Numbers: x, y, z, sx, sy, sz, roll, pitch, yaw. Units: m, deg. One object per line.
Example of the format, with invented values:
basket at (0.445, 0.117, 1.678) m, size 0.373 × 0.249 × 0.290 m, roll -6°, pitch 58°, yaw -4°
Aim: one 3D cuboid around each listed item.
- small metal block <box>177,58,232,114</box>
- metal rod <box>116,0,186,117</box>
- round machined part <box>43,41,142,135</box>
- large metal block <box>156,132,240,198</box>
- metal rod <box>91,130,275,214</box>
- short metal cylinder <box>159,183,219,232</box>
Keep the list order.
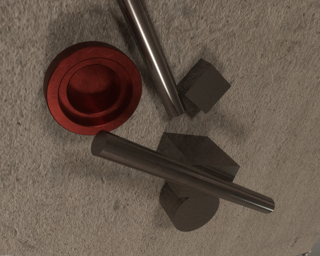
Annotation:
small metal block at (0.057, -0.054, 0.406) m, size 0.050 × 0.025 × 0.050 m, roll -49°, pitch 129°, yaw 6°
metal rod at (-0.030, -0.127, 0.312) m, size 0.025 × 0.025 × 0.299 m, roll -32°, pitch 129°, yaw -8°
round machined part at (-0.072, -0.044, 0.330) m, size 0.099 × 0.042 × 0.097 m, roll -14°, pitch 125°, yaw -21°
large metal block at (0.048, 0.050, 0.430) m, size 0.081 × 0.080 × 0.050 m, roll 6°, pitch 115°, yaw -32°
metal rod at (0.053, 0.065, 0.373) m, size 0.301 × 0.025 × 0.025 m, roll 25°, pitch 104°, yaw -37°
short metal cylinder at (0.046, 0.116, 0.490) m, size 0.081 × 0.050 × 0.079 m, roll -14°, pitch 125°, yaw -21°
